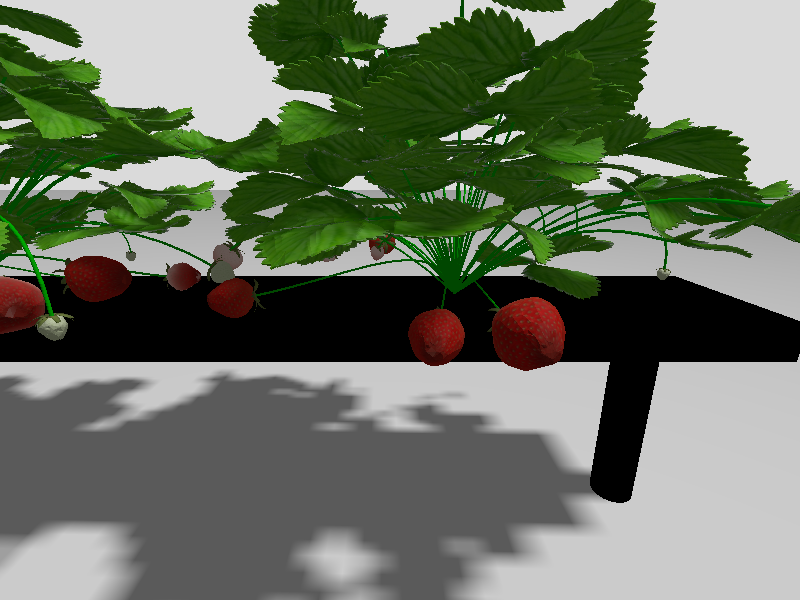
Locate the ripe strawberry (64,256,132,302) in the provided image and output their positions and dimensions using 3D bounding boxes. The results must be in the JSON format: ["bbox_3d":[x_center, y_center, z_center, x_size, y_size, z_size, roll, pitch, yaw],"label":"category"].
[{"bbox_3d":[-0.249,-0.018,0.334,0.045,0.038,0.044,3,17,9],"label":"ripe strawberry"}]

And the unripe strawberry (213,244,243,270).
[{"bbox_3d":[-0.195,-0.046,0.449,0.033,0.032,0.030,-44,-3,26],"label":"unripe strawberry"}]

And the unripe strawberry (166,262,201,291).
[{"bbox_3d":[-0.198,-0.021,0.368,0.026,0.026,0.029,0,17,-3],"label":"unripe strawberry"}]

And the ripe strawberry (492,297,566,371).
[{"bbox_3d":[0.070,0.020,0.215,0.039,0.041,0.042,-2,18,-8],"label":"ripe strawberry"}]

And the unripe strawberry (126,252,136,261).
[{"bbox_3d":[-0.331,-0.053,0.492,0.011,0.011,0.011,9,19,26],"label":"unripe strawberry"}]

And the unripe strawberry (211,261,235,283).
[{"bbox_3d":[-0.172,-0.026,0.390,0.022,0.022,0.024,31,10,-16],"label":"unripe strawberry"}]

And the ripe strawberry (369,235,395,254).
[{"bbox_3d":[-0.025,-0.077,0.538,0.037,0.032,0.037,-7,5,-21],"label":"ripe strawberry"}]

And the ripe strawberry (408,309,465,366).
[{"bbox_3d":[0.019,0.022,0.221,0.031,0.033,0.034,3,18,11],"label":"ripe strawberry"}]

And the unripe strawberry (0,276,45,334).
[{"bbox_3d":[-0.260,0.004,0.263,0.045,0.038,0.045,12,21,34],"label":"unripe strawberry"}]

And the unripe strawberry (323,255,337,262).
[{"bbox_3d":[-0.089,-0.058,0.495,0.024,0.021,0.024,-16,19,-42],"label":"unripe strawberry"}]

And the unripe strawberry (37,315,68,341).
[{"bbox_3d":[-0.216,0.018,0.249,0.017,0.016,0.015,10,20,31],"label":"unripe strawberry"}]

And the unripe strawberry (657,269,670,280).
[{"bbox_3d":[0.262,-0.025,0.398,0.010,0.011,0.011,-3,17,-10],"label":"unripe strawberry"}]

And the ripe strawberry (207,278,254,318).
[{"bbox_3d":[-0.126,-0.001,0.298,0.032,0.028,0.032,-7,18,-19],"label":"ripe strawberry"}]

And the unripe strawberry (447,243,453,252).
[{"bbox_3d":[0.065,-0.070,0.532,0.011,0.011,0.010,1,17,5],"label":"unripe strawberry"}]
